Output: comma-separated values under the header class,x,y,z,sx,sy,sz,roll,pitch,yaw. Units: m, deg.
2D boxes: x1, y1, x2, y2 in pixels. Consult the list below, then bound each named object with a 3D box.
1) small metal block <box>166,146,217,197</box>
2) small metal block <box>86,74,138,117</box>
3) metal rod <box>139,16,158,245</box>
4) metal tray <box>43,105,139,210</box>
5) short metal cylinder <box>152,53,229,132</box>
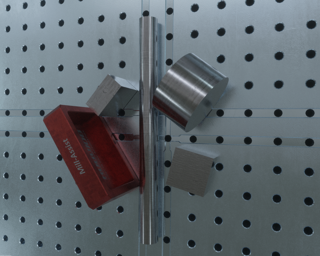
class,x,y,z,sx,sy,sz,roll,pitch,yaw
small metal block,0.041,0.055,0.398,0.050,0.025,0.050,16,95,19
small metal block,-0.064,-0.042,0.420,0.025,0.050,0.050,43,103,14
metal rod,-0.015,0.003,0.416,0.025,0.025,0.298,0,90,19
metal tray,-0.086,0.033,0.406,0.030,0.090,0.130,-34,79,17
short metal cylinder,0.036,-0.041,0.370,0.050,0.080,0.080,39,102,15
